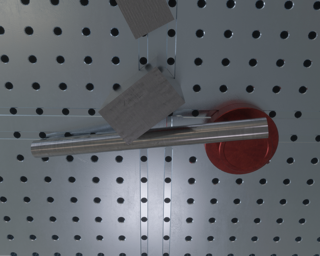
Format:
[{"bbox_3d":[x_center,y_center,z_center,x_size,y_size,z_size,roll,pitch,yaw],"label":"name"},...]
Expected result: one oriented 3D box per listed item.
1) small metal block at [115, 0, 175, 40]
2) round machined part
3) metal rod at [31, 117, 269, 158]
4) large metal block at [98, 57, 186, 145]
[{"bbox_3d":[-0.017,-0.139,0.362,0.050,0.025,0.050,-25,108,9],"label":"small metal block"},{"bbox_3d":[0.109,0.020,0.412,0.099,0.042,0.097,0,110,0],"label":"round machined part"},{"bbox_3d":[-0.022,0.014,0.393,0.301,0.025,0.025,-6,110,11],"label":"metal rod"},{"bbox_3d":[-0.020,-0.036,0.371,0.080,0.080,0.050,-36,106,12],"label":"large metal block"}]
